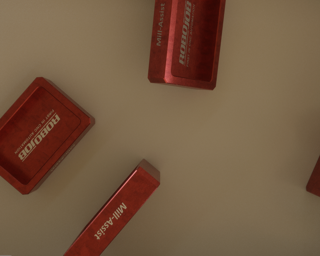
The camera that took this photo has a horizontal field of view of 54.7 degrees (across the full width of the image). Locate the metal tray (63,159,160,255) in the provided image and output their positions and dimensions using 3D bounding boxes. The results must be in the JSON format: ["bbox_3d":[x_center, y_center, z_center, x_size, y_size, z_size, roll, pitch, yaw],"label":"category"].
[{"bbox_3d":[-0.053,0.100,0.378,0.030,0.090,0.130,41,90,0],"label":"metal tray"}]

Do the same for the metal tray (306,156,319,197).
[{"bbox_3d":[0.238,0.032,0.380,0.030,0.090,0.129,24,90,0],"label":"metal tray"}]

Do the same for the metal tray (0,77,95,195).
[{"bbox_3d":[-0.162,0.010,0.407,0.090,0.030,0.130,41,90,0],"label":"metal tray"}]

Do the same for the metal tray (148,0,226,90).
[{"bbox_3d":[0.035,-0.115,0.378,0.091,0.030,0.129,2,96,-41],"label":"metal tray"}]
